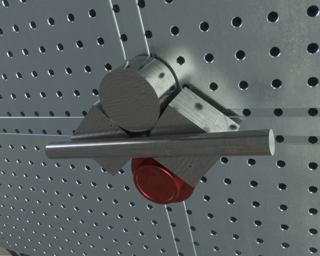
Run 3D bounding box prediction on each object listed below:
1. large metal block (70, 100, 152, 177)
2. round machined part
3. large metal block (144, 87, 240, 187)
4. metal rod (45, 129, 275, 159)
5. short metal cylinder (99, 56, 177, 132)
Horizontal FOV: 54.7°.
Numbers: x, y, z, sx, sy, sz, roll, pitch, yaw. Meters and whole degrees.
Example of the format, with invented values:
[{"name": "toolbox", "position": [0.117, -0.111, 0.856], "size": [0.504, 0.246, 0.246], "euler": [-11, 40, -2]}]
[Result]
[{"name": "large metal block", "position": [-0.064, 0.007, 0.428], "size": [0.080, 0.050, 0.080], "euler": [42, 129, -3]}, {"name": "round machined part", "position": [0.002, 0.068, 0.436], "size": [0.098, 0.042, 0.097], "euler": [13, 124, 21]}, {"name": "large metal block", "position": [0.035, 0.012, 0.375], "size": [0.080, 0.050, 0.079], "euler": [36, 130, 4]}, {"name": "metal rod", "position": [-0.024, 0.023, 0.366], "size": [0.300, 0.025, 0.025], "euler": [-4, 116, 30]}, {"name": "short metal cylinder", "position": [-0.026, -0.042, 0.378], "size": [0.080, 0.050, 0.079], "euler": [13, 124, 21]}]
